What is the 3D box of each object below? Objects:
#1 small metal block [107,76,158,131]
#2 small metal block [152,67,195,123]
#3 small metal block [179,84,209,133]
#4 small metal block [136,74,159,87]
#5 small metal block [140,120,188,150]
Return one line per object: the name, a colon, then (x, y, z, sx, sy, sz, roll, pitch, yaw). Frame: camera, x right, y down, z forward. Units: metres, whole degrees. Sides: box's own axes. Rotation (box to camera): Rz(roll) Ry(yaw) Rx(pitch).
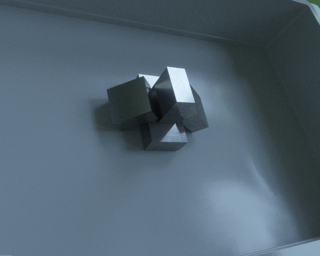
small metal block: (-0.035, -0.030, 0.385, 0.050, 0.025, 0.050, -18, 65, 11)
small metal block: (0.014, -0.040, 0.386, 0.025, 0.050, 0.050, 1, 61, -29)
small metal block: (0.042, -0.027, 0.427, 0.050, 0.025, 0.050, 37, 37, -58)
small metal block: (-0.007, -0.044, 0.425, 0.050, 0.025, 0.050, 3, 61, -28)
small metal block: (0.003, 0.001, 0.404, 0.050, 0.025, 0.050, 2, 61, -27)
